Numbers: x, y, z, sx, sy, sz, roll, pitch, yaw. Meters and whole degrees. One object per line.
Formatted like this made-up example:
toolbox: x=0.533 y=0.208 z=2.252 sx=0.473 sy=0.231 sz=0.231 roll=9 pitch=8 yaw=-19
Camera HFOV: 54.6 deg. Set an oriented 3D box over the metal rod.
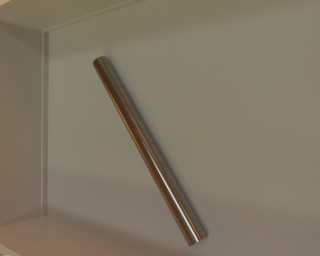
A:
metal rod: x=-0.024 y=0.016 z=0.427 sx=0.025 sy=0.025 sz=0.299 roll=-45 pitch=63 yaw=31
